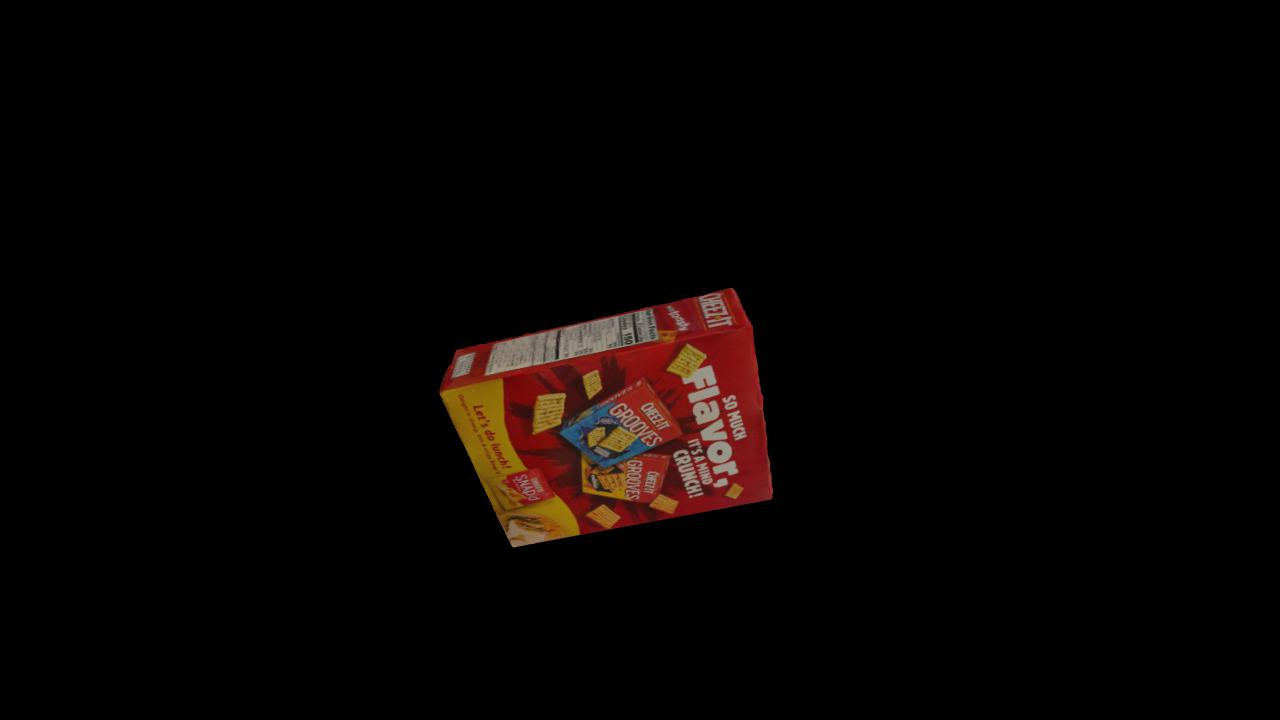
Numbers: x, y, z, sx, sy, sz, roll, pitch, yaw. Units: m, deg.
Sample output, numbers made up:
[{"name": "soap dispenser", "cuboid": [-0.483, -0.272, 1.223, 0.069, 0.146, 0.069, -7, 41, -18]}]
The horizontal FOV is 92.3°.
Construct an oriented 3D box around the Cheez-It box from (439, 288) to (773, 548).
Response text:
[{"name": "Cheez-It box", "cuboid": [-0.017, 0.050, 0.481, 0.223, 0.166, 0.071, -12, 32, 3]}]
